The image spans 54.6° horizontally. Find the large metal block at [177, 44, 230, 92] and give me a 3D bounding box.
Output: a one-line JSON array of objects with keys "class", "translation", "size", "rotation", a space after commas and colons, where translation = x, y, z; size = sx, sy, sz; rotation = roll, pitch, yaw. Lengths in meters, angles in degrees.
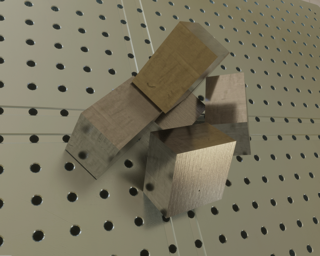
[{"class": "large metal block", "translation": [0.042, -0.083, 0.446], "size": [0.050, 0.080, 0.080], "rotation": [43, 51, 1]}]

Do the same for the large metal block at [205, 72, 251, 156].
[{"class": "large metal block", "translation": [0.094, -0.016, 0.423], "size": [0.050, 0.080, 0.080], "rotation": [-5, 55, 17]}]

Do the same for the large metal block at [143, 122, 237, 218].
[{"class": "large metal block", "translation": [0.032, 0.045, 0.353], "size": [0.081, 0.079, 0.050], "rotation": [-9, 30, -32]}]

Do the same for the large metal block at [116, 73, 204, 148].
[{"class": "large metal block", "translation": [0.002, -0.021, 0.407], "size": [0.080, 0.050, 0.080], "rotation": [43, 51, 1]}]

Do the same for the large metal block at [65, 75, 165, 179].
[{"class": "large metal block", "translation": [-0.050, 0.000, 0.344], "size": [0.050, 0.080, 0.080], "rotation": [44, 51, 2]}]

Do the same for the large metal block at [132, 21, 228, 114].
[{"class": "large metal block", "translation": [0.026, -0.070, 0.348], "size": [0.050, 0.080, 0.080], "rotation": [44, 26, 2]}]
